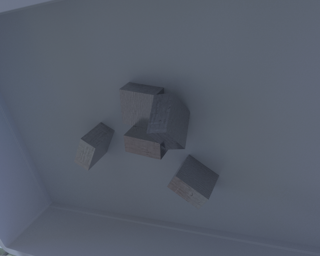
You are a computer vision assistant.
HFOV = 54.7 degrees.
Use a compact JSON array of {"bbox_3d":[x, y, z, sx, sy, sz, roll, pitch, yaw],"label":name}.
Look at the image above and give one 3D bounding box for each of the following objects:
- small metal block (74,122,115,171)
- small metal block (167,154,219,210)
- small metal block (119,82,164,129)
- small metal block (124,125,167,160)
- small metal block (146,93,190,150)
[{"bbox_3d":[-0.097,0.027,0.458,0.025,0.050,0.050,32,128,7],"label":"small metal block"},{"bbox_3d":[0.045,0.070,0.411,0.050,0.050,0.025,35,129,4],"label":"small metal block"},{"bbox_3d":[-0.023,-0.028,0.401,0.050,0.025,0.050,12,123,21],"label":"small metal block"},{"bbox_3d":[-0.012,0.012,0.405,0.050,0.050,0.025,11,124,22],"label":"small metal block"},{"bbox_3d":[0.012,-0.007,0.368,0.025,0.050,0.050,-4,153,29],"label":"small metal block"}]
